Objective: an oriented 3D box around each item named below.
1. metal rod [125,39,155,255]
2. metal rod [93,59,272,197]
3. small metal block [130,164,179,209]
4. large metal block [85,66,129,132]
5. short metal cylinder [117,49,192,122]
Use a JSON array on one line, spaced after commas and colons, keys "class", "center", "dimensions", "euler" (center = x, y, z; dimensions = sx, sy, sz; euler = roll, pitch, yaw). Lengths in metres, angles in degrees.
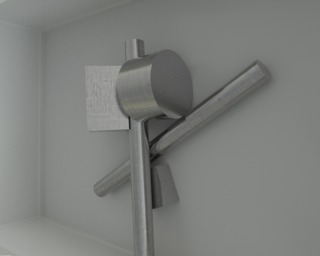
[{"class": "metal rod", "center": [-0.025, 0.038, 0.390], "dimensions": [0.025, 0.025, 0.298], "euler": [-6, 85, 39]}, {"class": "metal rod", "center": [0.007, 0.018, 0.396], "dimensions": [0.299, 0.025, 0.025], "euler": [-38, 67, 33]}, {"class": "small metal block", "center": [-0.008, 0.080, 0.410], "dimensions": [0.050, 0.025, 0.050], "euler": [-27, 74, 36]}, {"class": "large metal block", "center": [-0.072, -0.036, 0.420], "dimensions": [0.080, 0.050, 0.080], "euler": [165, 102, -80]}, {"class": "short metal cylinder", "center": [-0.004, -0.048, 0.370], "dimensions": [0.050, 0.081, 0.080], "euler": [-5, 87, 38]}]
